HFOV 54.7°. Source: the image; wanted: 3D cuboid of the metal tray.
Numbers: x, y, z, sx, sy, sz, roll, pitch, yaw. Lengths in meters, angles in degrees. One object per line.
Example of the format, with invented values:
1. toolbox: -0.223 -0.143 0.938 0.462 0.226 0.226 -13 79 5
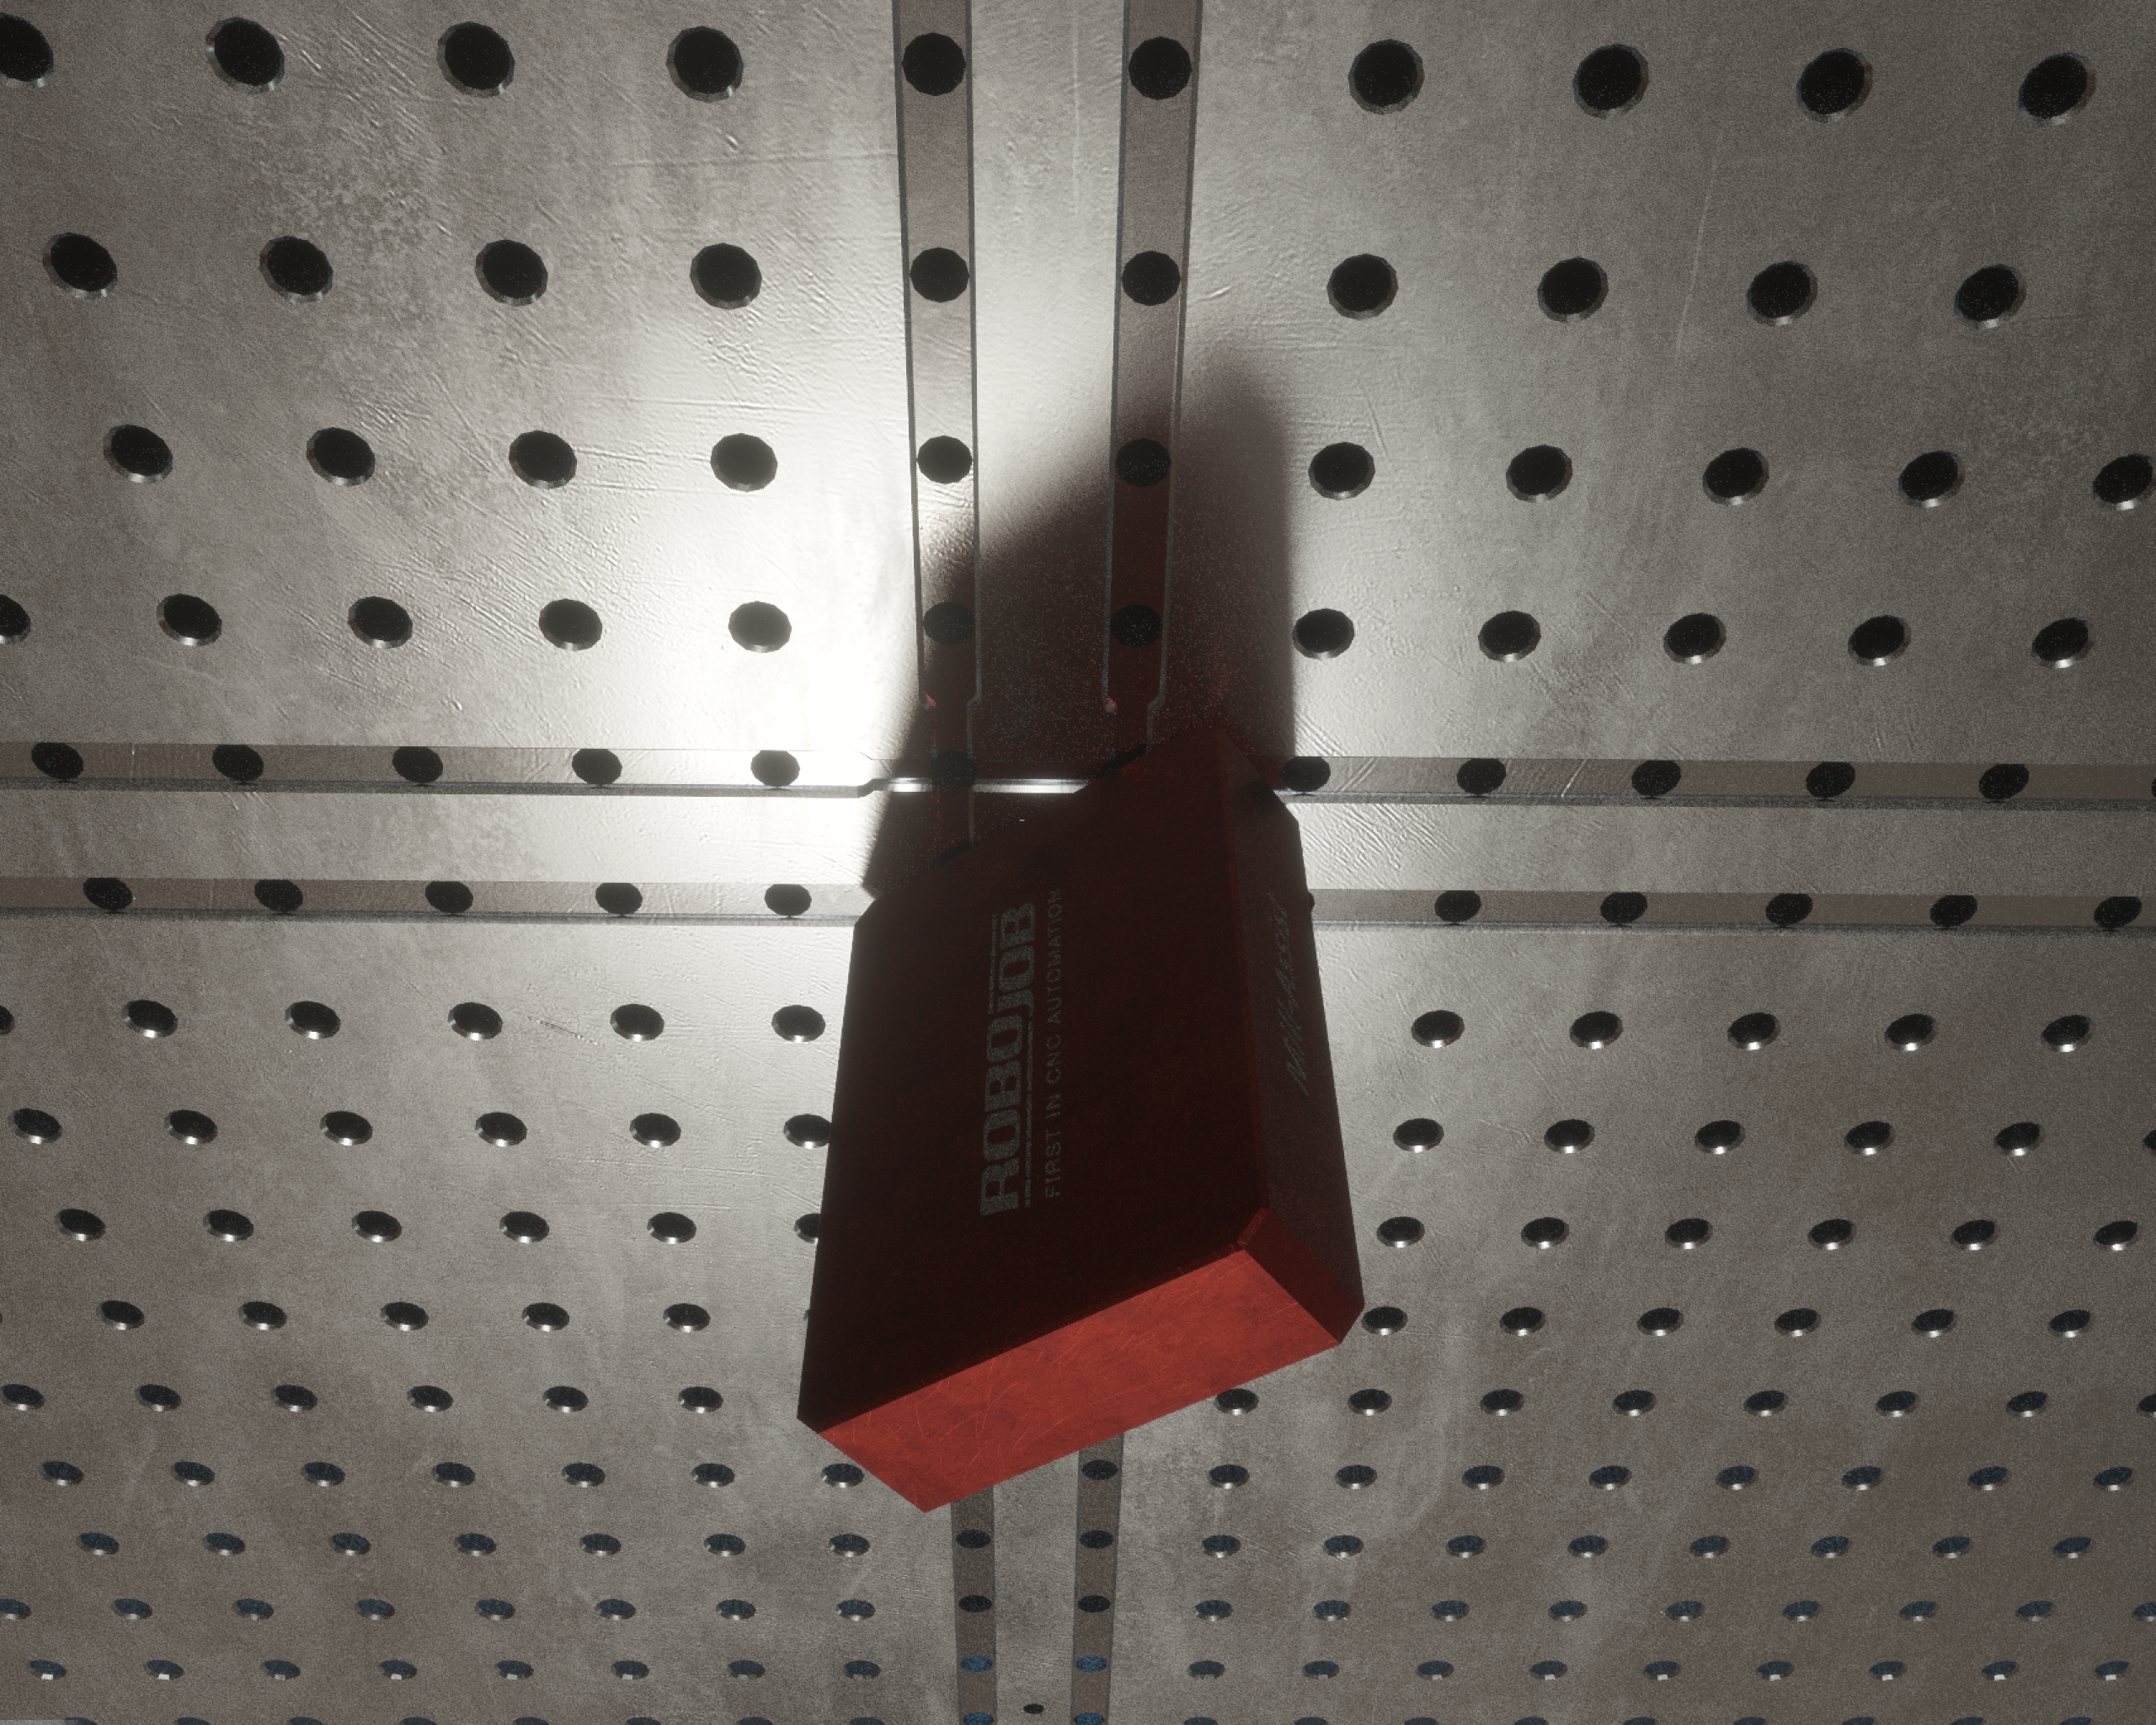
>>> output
1. metal tray: -0.001 0.041 0.378 0.090 0.130 0.030 -28 125 21
